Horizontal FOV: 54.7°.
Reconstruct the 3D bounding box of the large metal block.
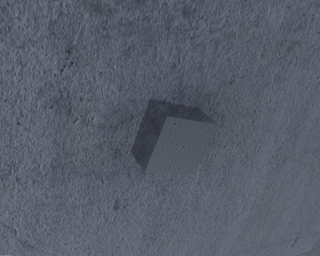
[{"bbox_3d":[0.018,0.014,0.412,0.081,0.050,0.079,8,114,-32],"label":"large metal block"}]
